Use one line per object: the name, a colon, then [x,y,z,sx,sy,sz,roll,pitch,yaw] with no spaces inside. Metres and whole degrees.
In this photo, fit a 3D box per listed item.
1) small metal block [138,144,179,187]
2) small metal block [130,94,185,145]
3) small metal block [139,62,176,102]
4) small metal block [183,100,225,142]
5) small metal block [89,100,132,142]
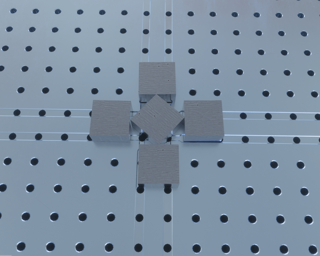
small metal block: [-0.002,0.048,0.394,0.050,0.025,0.050,0,70,0]
small metal block: [-0.003,-0.008,0.414,0.050,0.025,0.050,40,75,13]
small metal block: [-0.004,-0.065,0.435,0.050,0.025,0.050,0,70,-1]
small metal block: [0.057,-0.009,0.416,0.050,0.025,0.050,0,70,-1]
small metal block: [-0.064,-0.009,0.414,0.050,0.025,0.050,1,70,0]
